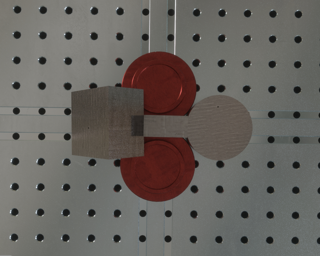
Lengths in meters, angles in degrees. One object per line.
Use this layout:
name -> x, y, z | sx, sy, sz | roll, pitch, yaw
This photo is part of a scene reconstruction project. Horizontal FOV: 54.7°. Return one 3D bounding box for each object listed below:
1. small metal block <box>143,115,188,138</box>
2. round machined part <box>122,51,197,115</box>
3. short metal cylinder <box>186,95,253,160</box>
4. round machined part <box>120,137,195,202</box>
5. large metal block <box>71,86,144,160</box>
small metal block -> 0.007, -0.002, 0.379 | 0.050, 0.050, 0.025 | 1, 90, 0
round machined part -> -0.001, -0.052, 0.405 | 0.099, 0.042, 0.097 | 0, 90, 0
short metal cylinder -> 0.072, -0.001, 0.400 | 0.081, 0.050, 0.080 | 0, 90, 0
round machined part -> -0.003, 0.048, 0.405 | 0.099, 0.042, 0.097 | 0, 90, 0
large metal block -> -0.065, -0.006, 0.380 | 0.050, 0.080, 0.080 | -1, 90, -45
